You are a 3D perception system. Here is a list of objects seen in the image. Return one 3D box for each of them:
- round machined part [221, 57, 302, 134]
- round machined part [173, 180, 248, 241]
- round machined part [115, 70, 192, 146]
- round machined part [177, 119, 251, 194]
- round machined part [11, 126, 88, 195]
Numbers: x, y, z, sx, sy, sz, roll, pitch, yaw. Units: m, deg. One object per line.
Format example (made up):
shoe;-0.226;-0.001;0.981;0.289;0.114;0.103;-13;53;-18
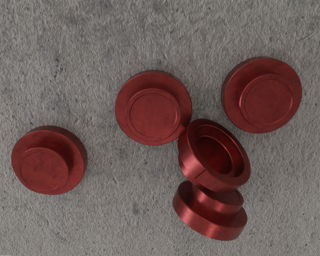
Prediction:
round machined part;0.129;-0.038;0.388;0.099;0.042;0.097;0;110;0
round machined part;0.070;0.097;0.407;0.099;0.098;0.042;19;109;-7
round machined part;-0.008;-0.022;0.393;0.099;0.042;0.097;0;110;0
round machined part;0.062;0.039;0.390;0.098;0.098;0.042;32;129;-11
round machined part;-0.151;0.049;0.417;0.099;0.042;0.097;0;110;0
